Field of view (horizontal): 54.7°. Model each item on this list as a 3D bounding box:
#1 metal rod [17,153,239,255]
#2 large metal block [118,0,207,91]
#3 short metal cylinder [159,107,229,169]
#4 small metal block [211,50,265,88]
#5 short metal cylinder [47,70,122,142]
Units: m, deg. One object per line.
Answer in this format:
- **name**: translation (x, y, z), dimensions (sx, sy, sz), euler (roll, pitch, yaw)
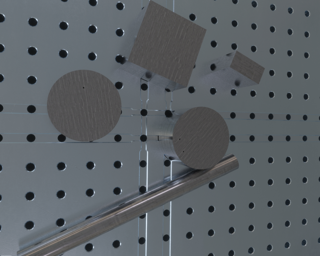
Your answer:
- **metal rod**: translation (-0.026, 0.101, 0.403), dimensions (0.302, 0.025, 0.025), euler (-21, 97, -19)
- **large metal block**: translation (0.002, -0.102, 0.400), dimensions (0.080, 0.050, 0.080), euler (21, 83, -19)
- **short metal cylinder**: translation (0.045, 0.013, 0.416), dimensions (0.081, 0.050, 0.079), euler (0, 90, -20)
- **small metal block**: translation (0.110, -0.081, 0.440), dimensions (0.050, 0.050, 0.025), euler (26, 82, -18)
- **short metal cylinder**: translation (-0.091, -0.025, 0.366), dimensions (0.081, 0.050, 0.079), euler (0, 90, -20)
